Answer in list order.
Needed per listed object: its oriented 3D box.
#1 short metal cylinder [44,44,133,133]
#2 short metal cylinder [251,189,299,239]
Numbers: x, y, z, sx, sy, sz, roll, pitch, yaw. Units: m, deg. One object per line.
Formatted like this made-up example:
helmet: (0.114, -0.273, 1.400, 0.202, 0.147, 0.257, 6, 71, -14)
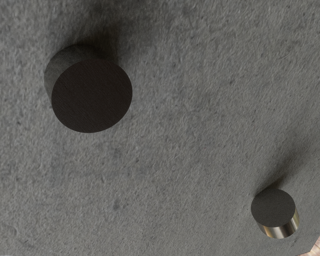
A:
short metal cylinder: (-0.076, -0.042, 0.325, 0.081, 0.050, 0.079, -14, 125, -21)
short metal cylinder: (0.223, 0.165, 0.598, 0.080, 0.080, 0.050, -37, 130, -4)
